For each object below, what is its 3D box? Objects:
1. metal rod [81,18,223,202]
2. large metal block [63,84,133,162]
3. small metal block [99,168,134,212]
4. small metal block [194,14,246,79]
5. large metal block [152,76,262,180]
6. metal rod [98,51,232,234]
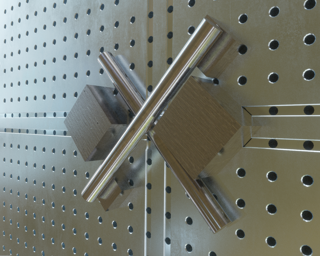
[{"bbox_3d":[-0.024,-0.005,0.396,0.298,0.025,0.025,-52,60,27],"label":"metal rod"},{"bbox_3d":[-0.092,-0.007,0.469,0.080,0.050,0.080,-51,61,28],"label":"large metal block"},{"bbox_3d":[-0.073,0.089,0.470,0.050,0.025,0.050,52,120,27],"label":"small metal block"},{"bbox_3d":[0.061,-0.093,0.360,0.050,0.025,0.050,-52,60,27],"label":"small metal block"},{"bbox_3d":[0.051,0.000,0.351,0.080,0.050,0.080,51,120,28],"label":"large metal block"},{"bbox_3d":[-0.007,0.002,0.414,0.025,0.025,0.299,-50,61,28],"label":"metal rod"}]
